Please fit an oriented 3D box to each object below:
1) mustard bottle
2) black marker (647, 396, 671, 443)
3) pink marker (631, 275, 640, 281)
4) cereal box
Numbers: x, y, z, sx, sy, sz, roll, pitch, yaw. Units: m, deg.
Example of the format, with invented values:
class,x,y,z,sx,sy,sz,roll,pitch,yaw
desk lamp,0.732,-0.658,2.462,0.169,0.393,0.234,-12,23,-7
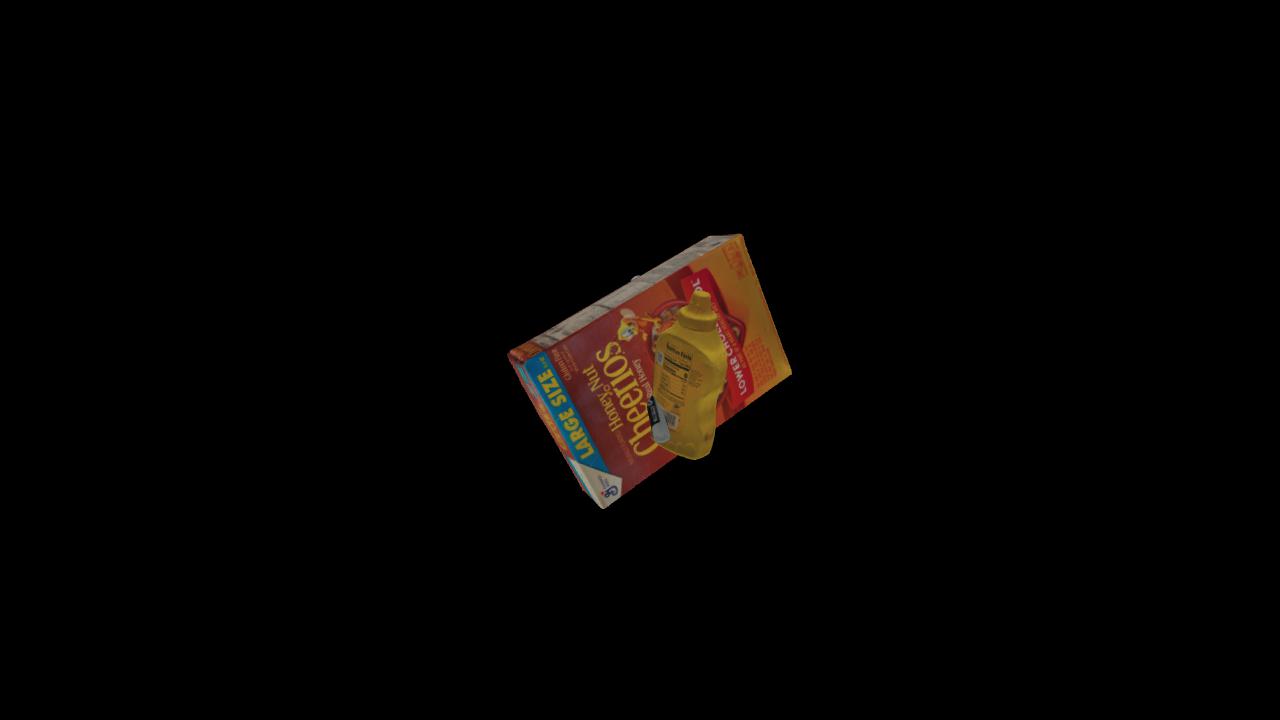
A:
class,x,y,z,sx,sy,sz,roll,pitch,yaw
mustard bottle,0.052,0.012,0.672,0.054,0.184,0.092,-13,32,-37
black marker,0.015,0.042,0.703,0.020,0.121,0.020,-6,-44,-6
pink marker,0.015,-0.059,0.754,0.020,0.121,0.020,-14,-40,-12
cereal box,0.024,0.007,0.736,0.306,0.203,0.081,-32,23,-19
